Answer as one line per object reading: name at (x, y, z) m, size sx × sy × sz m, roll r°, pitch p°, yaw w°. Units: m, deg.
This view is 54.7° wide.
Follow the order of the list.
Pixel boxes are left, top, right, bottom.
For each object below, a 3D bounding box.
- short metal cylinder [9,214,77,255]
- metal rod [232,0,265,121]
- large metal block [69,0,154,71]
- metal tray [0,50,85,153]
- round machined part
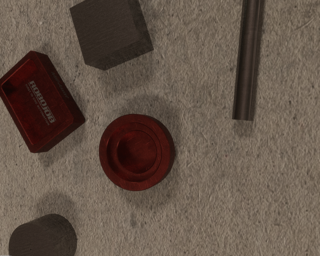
short metal cylinder at (-0.171, 0.172, 0.454) m, size 0.080 × 0.050 × 0.079 m, roll 0°, pitch 90°, yaw 19°
metal rod at (0.112, -0.158, 0.369) m, size 0.025 × 0.025 × 0.298 m, roll 5°, pitch 92°, yaw 19°
large metal block at (-0.064, -0.133, 0.417) m, size 0.080 × 0.050 × 0.080 m, roll -19°, pitch 84°, yaw 18°
metal tray at (-0.183, -0.039, 0.468) m, size 0.090 × 0.030 × 0.130 m, roll -36°, pitch 79°, yaw 16°
round machined part at (-0.027, 0.031, 0.408) m, size 0.098 × 0.042 × 0.097 m, roll 0°, pitch 90°, yaw 19°
